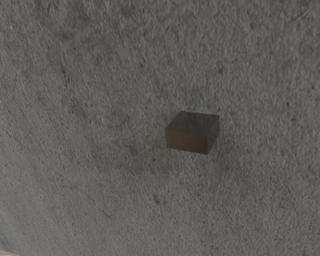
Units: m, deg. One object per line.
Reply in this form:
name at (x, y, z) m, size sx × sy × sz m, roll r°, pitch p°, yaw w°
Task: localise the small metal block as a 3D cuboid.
small metal block at (0.040, 0.004, 0.371) m, size 0.050 × 0.050 × 0.025 m, roll 8°, pitch 122°, yaw 23°
